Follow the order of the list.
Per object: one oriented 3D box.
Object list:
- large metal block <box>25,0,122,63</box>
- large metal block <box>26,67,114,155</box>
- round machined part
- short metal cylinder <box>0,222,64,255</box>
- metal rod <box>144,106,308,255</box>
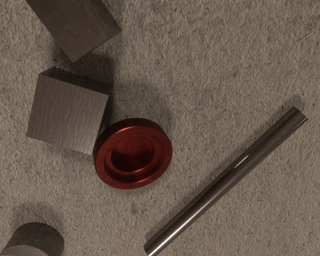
[{"bbox_3d":[-0.089,-0.123,0.334,0.050,0.080,0.080,-32,107,11],"label":"large metal block"},{"bbox_3d":[-0.110,-0.022,0.387,0.080,0.050,0.079,17,109,-7],"label":"large metal block"},{"bbox_3d":[-0.037,0.029,0.400,0.099,0.042,0.097,-10,124,-15],"label":"round machined part"},{"bbox_3d":[-0.191,0.190,0.464,0.081,0.050,0.079,0,110,-1],"label":"short metal cylinder"},{"bbox_3d":[0.084,0.085,0.442,0.025,0.025,0.299,40,105,-14],"label":"metal rod"}]
